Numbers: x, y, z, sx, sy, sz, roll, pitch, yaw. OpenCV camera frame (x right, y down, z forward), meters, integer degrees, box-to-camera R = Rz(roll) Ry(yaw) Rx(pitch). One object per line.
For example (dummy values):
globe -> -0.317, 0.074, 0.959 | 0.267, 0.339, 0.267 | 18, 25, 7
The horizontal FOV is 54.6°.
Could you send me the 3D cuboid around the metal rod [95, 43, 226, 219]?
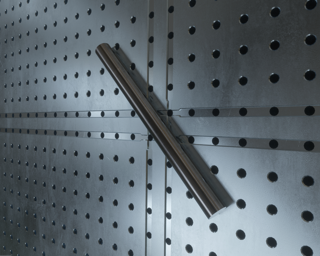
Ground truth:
metal rod -> -0.012, -0.012, 0.421 | 0.025, 0.025, 0.299 | -50, 61, 28
